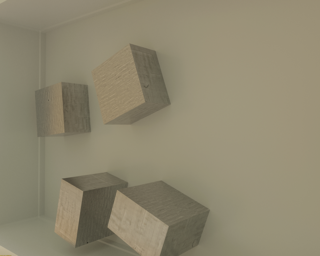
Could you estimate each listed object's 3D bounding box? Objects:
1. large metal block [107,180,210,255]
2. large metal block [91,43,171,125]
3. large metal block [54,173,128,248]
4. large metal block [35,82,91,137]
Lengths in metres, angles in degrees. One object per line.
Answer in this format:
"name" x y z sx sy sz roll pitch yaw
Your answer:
"large metal block" -0.001 0.108 0.370 0.080 0.081 0.050 25 106 37
"large metal block" -0.041 -0.055 0.422 0.080 0.050 0.080 -25 75 37
"large metal block" -0.099 0.114 0.450 0.050 0.081 0.079 17 101 38
"large metal block" -0.165 -0.028 0.523 0.080 0.050 0.080 -8 85 39
